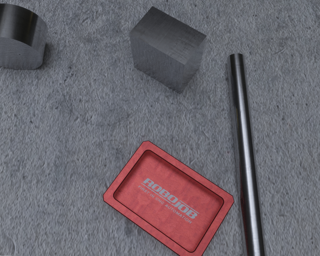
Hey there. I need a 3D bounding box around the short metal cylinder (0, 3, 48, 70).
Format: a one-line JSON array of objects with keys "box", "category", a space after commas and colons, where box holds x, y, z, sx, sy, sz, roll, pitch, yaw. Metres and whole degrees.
[{"box": [-0.198, -0.121, 0.421, 0.081, 0.080, 0.050, 1, 70, 0], "category": "short metal cylinder"}]

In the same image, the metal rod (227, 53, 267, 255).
[{"box": [0.109, 0.040, 0.394, 0.025, 0.025, 0.299, 0, 70, 0], "category": "metal rod"}]

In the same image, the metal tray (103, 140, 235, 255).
[{"box": [0.010, 0.087, 0.373, 0.130, 0.030, 0.090, 33, 73, 11], "category": "metal tray"}]

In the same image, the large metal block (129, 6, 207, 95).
[{"box": [0.010, -0.101, 0.416, 0.080, 0.080, 0.050, 32, 73, 11], "category": "large metal block"}]
